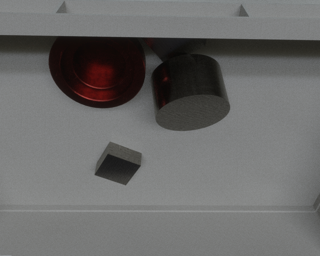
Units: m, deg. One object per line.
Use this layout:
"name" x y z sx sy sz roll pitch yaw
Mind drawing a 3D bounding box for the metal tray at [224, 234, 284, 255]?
"metal tray" 0.205 0.276 0.647 0.090 0.030 0.130 -28 125 21

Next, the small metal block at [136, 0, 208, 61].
"small metal block" 0.013 -0.098 0.317 0.050 0.025 0.050 -20 130 37

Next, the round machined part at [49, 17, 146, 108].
"round machined part" -0.065 -0.072 0.335 0.099 0.042 0.097 -1 130 0

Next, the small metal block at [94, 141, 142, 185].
"small metal block" -0.061 0.053 0.453 0.050 0.025 0.050 23 126 -19

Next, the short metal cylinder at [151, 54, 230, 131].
"short metal cylinder" 0.032 -0.036 0.344 0.081 0.050 0.080 -6 154 -3
